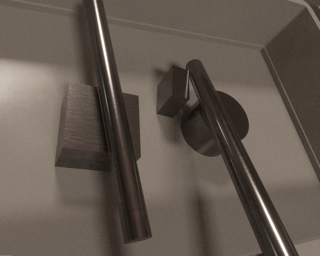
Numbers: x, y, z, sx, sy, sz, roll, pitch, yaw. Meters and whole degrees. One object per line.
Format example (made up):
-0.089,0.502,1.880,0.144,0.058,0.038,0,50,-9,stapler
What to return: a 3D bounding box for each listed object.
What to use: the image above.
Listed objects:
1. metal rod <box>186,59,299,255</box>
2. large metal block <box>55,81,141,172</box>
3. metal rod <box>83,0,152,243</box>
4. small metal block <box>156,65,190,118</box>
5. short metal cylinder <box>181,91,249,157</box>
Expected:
0.073,0.012,0.337,0.025,0.025,0.300,12,38,-22,metal rod
-0.070,0.002,0.352,0.081,0.050,0.080,10,58,-24,large metal block
-0.053,-0.033,0.334,0.025,0.025,0.299,0,62,-29,metal rod
0.017,-0.050,0.431,0.025,0.050,0.050,15,56,-20,small metal block
0.077,-0.006,0.436,0.081,0.050,0.080,14,56,-21,short metal cylinder
